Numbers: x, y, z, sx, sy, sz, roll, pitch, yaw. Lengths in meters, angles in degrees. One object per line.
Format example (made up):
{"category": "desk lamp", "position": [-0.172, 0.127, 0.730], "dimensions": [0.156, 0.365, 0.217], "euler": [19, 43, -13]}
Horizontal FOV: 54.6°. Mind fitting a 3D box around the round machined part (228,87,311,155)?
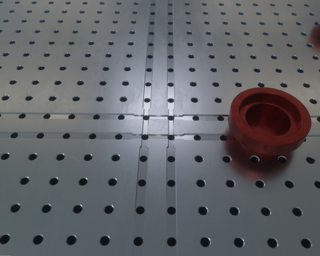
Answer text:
{"category": "round machined part", "position": [0.137, -0.005, 0.401], "dimensions": [0.099, 0.042, 0.098], "euler": [0, 50, 0]}
